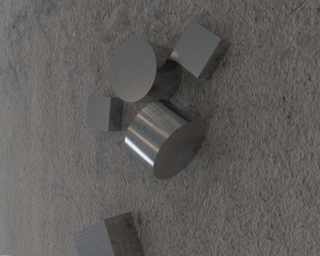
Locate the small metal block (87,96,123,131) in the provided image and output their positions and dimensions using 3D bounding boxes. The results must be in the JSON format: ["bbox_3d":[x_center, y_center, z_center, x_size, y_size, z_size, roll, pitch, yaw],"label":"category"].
[{"bbox_3d":[-0.084,-0.023,0.475,0.050,0.025,0.050,9,96,39],"label":"small metal block"}]

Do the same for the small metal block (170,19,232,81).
[{"bbox_3d":[0.047,-0.092,0.366,0.050,0.025,0.050,45,117,30],"label":"small metal block"}]

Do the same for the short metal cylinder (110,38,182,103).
[{"bbox_3d":[-0.019,-0.072,0.404,0.080,0.050,0.080,0,90,40],"label":"short metal cylinder"}]

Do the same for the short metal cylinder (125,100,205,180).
[{"bbox_3d":[0.007,0.013,0.364,0.050,0.081,0.079,38,114,33],"label":"short metal cylinder"}]

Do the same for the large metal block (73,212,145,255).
[{"bbox_3d":[-0.074,0.177,0.450,0.080,0.050,0.080,-33,70,35],"label":"large metal block"}]
